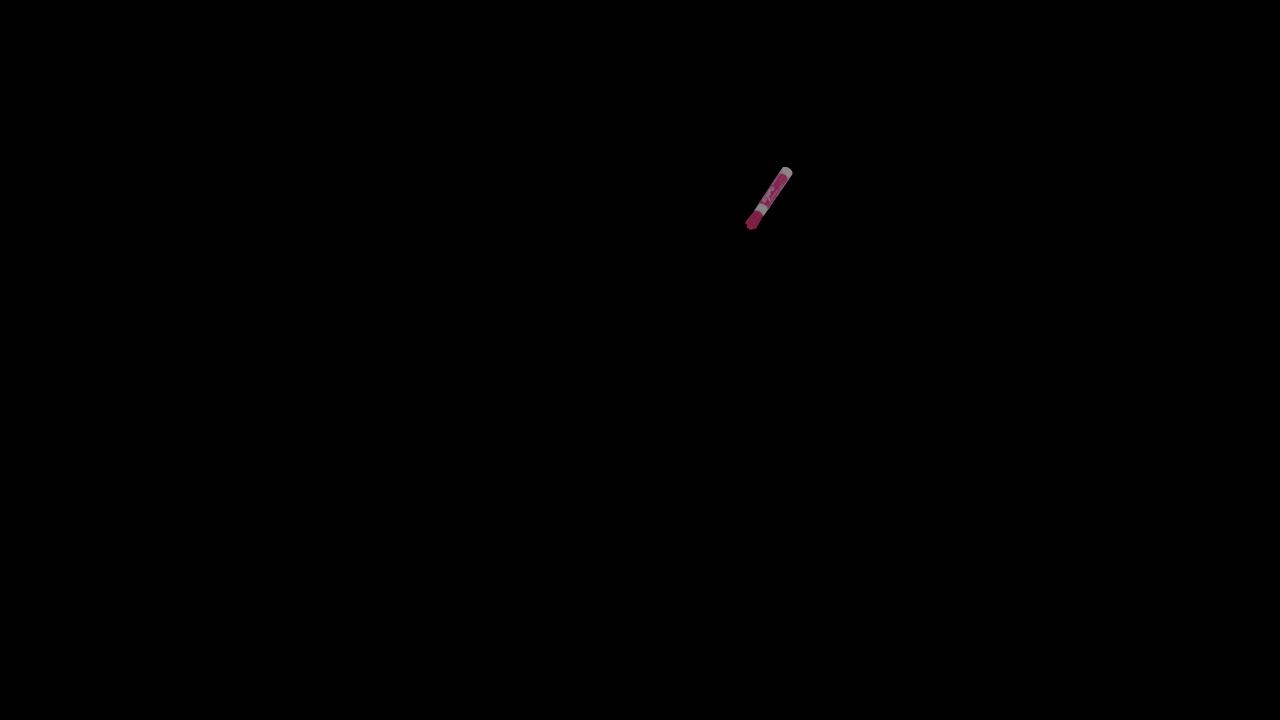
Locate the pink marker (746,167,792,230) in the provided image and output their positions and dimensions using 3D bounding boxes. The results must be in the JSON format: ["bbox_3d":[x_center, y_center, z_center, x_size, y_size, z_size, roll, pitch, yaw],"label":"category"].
[{"bbox_3d":[0.195,-0.245,0.934,0.020,0.121,0.020,31,-17,11],"label":"pink marker"}]
